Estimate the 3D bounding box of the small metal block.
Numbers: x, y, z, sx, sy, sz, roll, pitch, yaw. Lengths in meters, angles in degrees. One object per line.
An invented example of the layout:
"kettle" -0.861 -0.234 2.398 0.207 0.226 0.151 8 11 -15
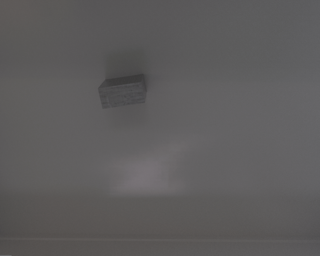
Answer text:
"small metal block" -0.044 -0.046 0.381 0.050 0.050 0.025 -8 110 3
